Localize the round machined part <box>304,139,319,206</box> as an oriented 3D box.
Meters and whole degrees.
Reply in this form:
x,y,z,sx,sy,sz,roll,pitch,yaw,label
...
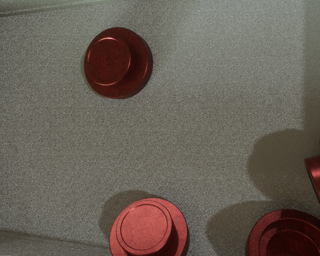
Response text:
x,y,z,sx,sy,sz,roll,pitch,yaw,label
0.177,0.057,0.309,0.042,0.098,0.098,-20,83,19,round machined part

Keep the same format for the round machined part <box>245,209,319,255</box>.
x,y,z,sx,sy,sz,roll,pitch,yaw,label
0.142,0.142,0.334,0.099,0.042,0.098,-2,53,2,round machined part

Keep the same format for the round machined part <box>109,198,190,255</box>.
x,y,z,sx,sy,sz,roll,pitch,yaw,label
-0.015,0.129,0.378,0.098,0.042,0.098,-7,47,8,round machined part

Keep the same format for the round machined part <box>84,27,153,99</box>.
x,y,z,sx,sy,sz,roll,pitch,yaw,label
-0.063,-0.089,0.424,0.098,0.042,0.097,0,90,20,round machined part
